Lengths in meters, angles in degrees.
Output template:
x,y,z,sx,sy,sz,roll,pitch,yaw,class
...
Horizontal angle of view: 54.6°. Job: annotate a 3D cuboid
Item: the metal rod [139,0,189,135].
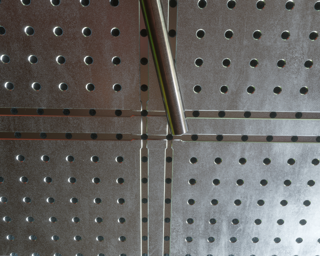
x,y,z,sx,sy,sz,roll,pitch,yaw,class
-0.007,-0.132,0.364,0.025,0.025,0.298,-12,110,4,metal rod
